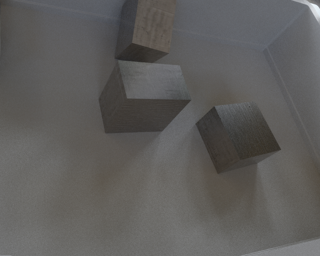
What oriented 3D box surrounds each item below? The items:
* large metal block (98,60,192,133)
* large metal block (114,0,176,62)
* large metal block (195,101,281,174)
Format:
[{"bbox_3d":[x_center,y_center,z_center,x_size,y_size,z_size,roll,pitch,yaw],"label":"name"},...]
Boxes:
[{"bbox_3d":[-0.022,-0.035,0.380,0.081,0.080,0.050,-2,63,-29],"label":"large metal block"},{"bbox_3d":[-0.022,-0.137,0.425,0.050,0.080,0.080,10,84,-23],"label":"large metal block"},{"bbox_3d":[0.110,0.012,0.441,0.081,0.050,0.080,-8,66,-32],"label":"large metal block"}]
